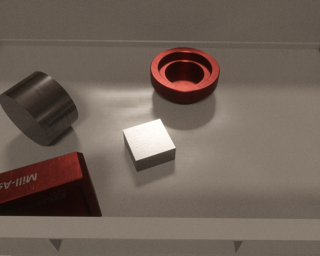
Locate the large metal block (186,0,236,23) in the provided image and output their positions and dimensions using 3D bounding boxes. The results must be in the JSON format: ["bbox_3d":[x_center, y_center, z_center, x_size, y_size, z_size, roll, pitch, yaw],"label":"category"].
[{"bbox_3d":[0.100,-0.261,0.593,0.080,0.080,0.050,34,58,24],"label":"large metal block"}]

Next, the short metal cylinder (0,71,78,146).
[{"bbox_3d":[-0.150,-0.023,0.387,0.080,0.080,0.050,28,56,21],"label":"short metal cylinder"}]

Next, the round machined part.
[{"bbox_3d":[0.035,-0.072,0.455,0.099,0.042,0.098,0,50,0],"label":"round machined part"}]

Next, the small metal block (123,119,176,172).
[{"bbox_3d":[-0.014,0.021,0.387,0.050,0.025,0.050,-17,52,-14],"label":"small metal block"}]

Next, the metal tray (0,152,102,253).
[{"bbox_3d":[-0.128,0.077,0.296,0.131,0.089,0.030,-16,52,-14],"label":"metal tray"}]
